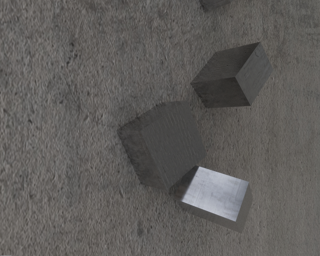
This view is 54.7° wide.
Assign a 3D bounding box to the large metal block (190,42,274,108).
[{"bbox_3d":[0.106,-0.076,0.457,0.080,0.080,0.050,-52,121,-27],"label":"large metal block"}]

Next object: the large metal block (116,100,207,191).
[{"bbox_3d":[0.004,0.019,0.392,0.081,0.050,0.080,-35,112,-35],"label":"large metal block"}]

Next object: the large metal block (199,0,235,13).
[{"bbox_3d":[0.091,-0.233,0.464,0.080,0.050,0.080,-44,117,-31],"label":"large metal block"}]

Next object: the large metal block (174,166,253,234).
[{"bbox_3d":[0.074,0.095,0.413,0.050,0.080,0.080,-65,152,-19],"label":"large metal block"}]
